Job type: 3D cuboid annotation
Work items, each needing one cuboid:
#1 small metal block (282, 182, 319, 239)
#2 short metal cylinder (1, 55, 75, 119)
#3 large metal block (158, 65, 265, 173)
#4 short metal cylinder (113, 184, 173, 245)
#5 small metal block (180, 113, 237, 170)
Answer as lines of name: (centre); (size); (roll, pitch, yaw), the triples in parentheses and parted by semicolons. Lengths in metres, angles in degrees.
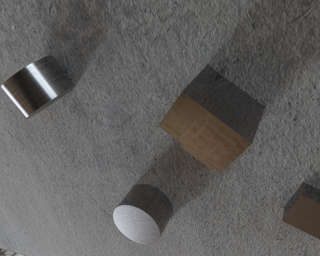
small metal block: (0.184, 0.100, 0.372); (0.050, 0.025, 0.050); (25, 127, 12)
short metal cylinder: (-0.165, -0.055, 0.424); (0.080, 0.080, 0.050); (-26, 104, 37)
large metal block: (0.058, -0.013, 0.333); (0.080, 0.080, 0.050); (37, 129, 3)
short metal cylinder: (-0.026, 0.136, 0.488); (0.080, 0.050, 0.079); (13, 124, 21)
small metal block: (0.062, 0.016, 0.385); (0.050, 0.025, 0.050); (37, 129, 3)
